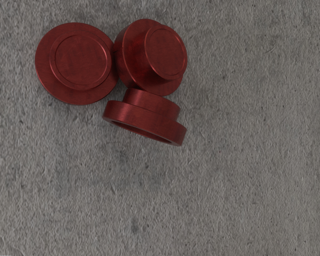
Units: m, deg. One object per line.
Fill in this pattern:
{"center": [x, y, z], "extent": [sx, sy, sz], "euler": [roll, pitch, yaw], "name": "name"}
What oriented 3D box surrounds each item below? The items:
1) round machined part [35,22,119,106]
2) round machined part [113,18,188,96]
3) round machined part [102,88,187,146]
{"center": [-0.094, -0.076, 0.365], "extent": [0.099, 0.042, 0.097], "euler": [0, 90, -20], "name": "round machined part"}
{"center": [-0.005, -0.087, 0.380], "extent": [0.099, 0.042, 0.098], "euler": [8, 77, -40], "name": "round machined part"}
{"center": [-0.014, -0.014, 0.365], "extent": [0.099, 0.098, 0.042], "euler": [22, 83, -19], "name": "round machined part"}
